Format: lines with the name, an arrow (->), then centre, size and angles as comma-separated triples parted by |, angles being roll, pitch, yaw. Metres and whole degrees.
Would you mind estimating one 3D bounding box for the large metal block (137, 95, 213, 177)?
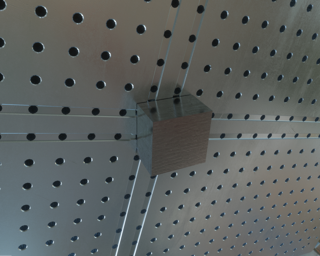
large metal block -> 0.017, 0.008, 0.407 | 0.081, 0.050, 0.079 | -12, 124, -22
